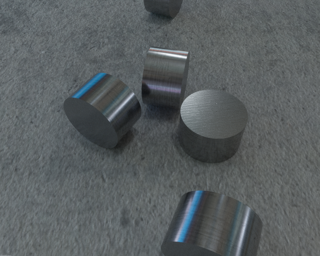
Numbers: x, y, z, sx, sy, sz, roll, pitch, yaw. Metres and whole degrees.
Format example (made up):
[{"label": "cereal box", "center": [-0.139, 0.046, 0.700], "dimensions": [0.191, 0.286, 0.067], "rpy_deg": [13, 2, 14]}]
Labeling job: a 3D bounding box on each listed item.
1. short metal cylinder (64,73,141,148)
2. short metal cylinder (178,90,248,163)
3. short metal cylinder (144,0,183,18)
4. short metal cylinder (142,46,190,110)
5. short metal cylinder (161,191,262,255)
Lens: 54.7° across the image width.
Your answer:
[{"label": "short metal cylinder", "center": [-0.071, -0.021, 0.384], "dimensions": [0.080, 0.080, 0.050], "rpy_deg": [25, 54, 19]}, {"label": "short metal cylinder", "center": [0.065, -0.003, 0.390], "dimensions": [0.081, 0.050, 0.080], "rpy_deg": [0, 50, 0]}, {"label": "short metal cylinder", "center": [0.010, -0.254, 0.581], "dimensions": [0.050, 0.080, 0.080], "rpy_deg": [19, 53, 15]}, {"label": "short metal cylinder", "center": [0.009, -0.068, 0.425], "dimensions": [0.050, 0.080, 0.080], "rpy_deg": [10, 51, 8]}, {"label": "short metal cylinder", "center": [0.048, 0.101, 0.283], "dimensions": [0.080, 0.080, 0.050], "rpy_deg": [18, 52, 14]}]
